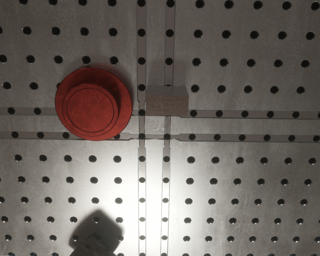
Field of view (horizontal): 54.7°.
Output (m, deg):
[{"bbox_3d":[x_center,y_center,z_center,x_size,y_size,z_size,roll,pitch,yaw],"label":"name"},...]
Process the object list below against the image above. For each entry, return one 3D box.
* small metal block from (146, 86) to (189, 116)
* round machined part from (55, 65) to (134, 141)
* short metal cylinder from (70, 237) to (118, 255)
[{"bbox_3d":[0.008,-0.035,0.387,0.050,0.050,0.025,1,110,-1],"label":"small metal block"},{"bbox_3d":[-0.084,-0.028,0.393,0.099,0.042,0.097,0,110,-1],"label":"round machined part"},{"bbox_3d":[-0.105,0.212,0.461,0.080,0.080,0.050,-40,106,13],"label":"short metal cylinder"}]
